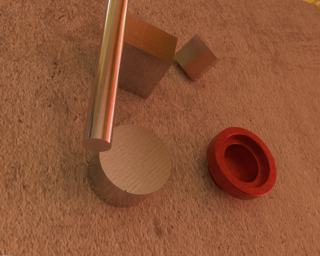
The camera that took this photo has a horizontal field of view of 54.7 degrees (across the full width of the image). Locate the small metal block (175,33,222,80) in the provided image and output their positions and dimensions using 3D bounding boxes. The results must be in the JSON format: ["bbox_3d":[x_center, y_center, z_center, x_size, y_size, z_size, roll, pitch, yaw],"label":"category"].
[{"bbox_3d":[0.058,-0.110,0.485,0.050,0.050,0.025,53,25,9],"label":"small metal block"}]

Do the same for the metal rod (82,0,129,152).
[{"bbox_3d":[-0.051,-0.112,0.343,0.025,0.025,0.299,15,56,-20],"label":"metal rod"}]

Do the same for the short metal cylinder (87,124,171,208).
[{"bbox_3d":[-0.035,0.043,0.344,0.081,0.050,0.080,14,56,-21],"label":"short metal cylinder"}]

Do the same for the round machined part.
[{"bbox_3d":[0.105,0.051,0.421,0.099,0.042,0.098,14,56,-21],"label":"round machined part"}]

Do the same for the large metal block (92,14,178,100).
[{"bbox_3d":[-0.034,-0.093,0.408,0.080,0.080,0.050,22,54,-15],"label":"large metal block"}]
